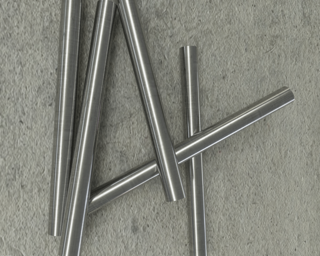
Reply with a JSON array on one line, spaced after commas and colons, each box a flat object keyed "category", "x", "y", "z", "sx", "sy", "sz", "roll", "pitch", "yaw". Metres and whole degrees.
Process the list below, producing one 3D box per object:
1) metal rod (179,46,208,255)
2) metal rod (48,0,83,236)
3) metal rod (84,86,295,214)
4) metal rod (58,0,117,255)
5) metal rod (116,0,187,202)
[{"category": "metal rod", "x": 0.047, "y": 0.040, "z": 0.426, "sx": 0.025, "sy": 0.025, "sz": 0.298, "roll": -3, "pitch": 91, "yaw": -20}, {"category": "metal rod", "x": -0.111, "y": -0.026, "z": 0.367, "sx": 0.025, "sy": 0.025, "sz": 0.298, "roll": 3, "pitch": 89, "yaw": -20}, {"category": "metal rod", "x": 0.042, "y": 0.024, "z": 0.398, "sx": 0.301, "sy": 0.025, "sz": 0.025, "roll": -28, "pitch": 100, "yaw": -8}, {"category": "metal rod", "x": -0.083, "y": -0.006, "z": 0.365, "sx": 0.025, "sy": 0.025, "sz": 0.298, "roll": 9, "pitch": 82, "yaw": -20}, {"category": "metal rod", "x": -0.018, "y": -0.061, "z": 0.376, "sx": 0.025, "sy": 0.025, "sz": 0.298, "roll": -12, "pitch": 85, "yaw": -20}]
